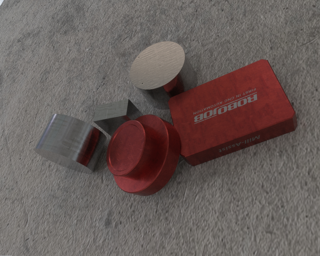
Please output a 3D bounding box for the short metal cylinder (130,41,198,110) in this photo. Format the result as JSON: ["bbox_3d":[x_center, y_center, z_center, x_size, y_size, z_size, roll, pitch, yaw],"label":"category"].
[{"bbox_3d":[0.006,-0.072,0.429,0.080,0.050,0.080,-13,56,21],"label":"short metal cylinder"}]

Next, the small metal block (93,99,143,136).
[{"bbox_3d":[-0.054,-0.011,0.423,0.050,0.050,0.025,-10,58,23],"label":"small metal block"}]

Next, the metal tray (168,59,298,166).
[{"bbox_3d":[0.081,-0.018,0.370,0.130,0.030,0.090,-22,54,15],"label":"metal tray"}]

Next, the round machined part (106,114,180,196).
[{"bbox_3d":[-0.027,0.029,0.370,0.098,0.042,0.098,-23,55,38],"label":"round machined part"}]

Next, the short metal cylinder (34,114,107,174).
[{"bbox_3d":[-0.119,0.023,0.417,0.080,0.080,0.050,6,65,31],"label":"short metal cylinder"}]
